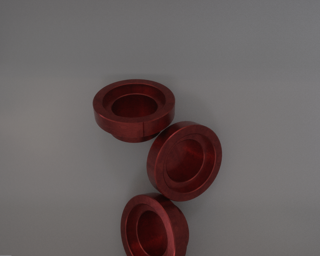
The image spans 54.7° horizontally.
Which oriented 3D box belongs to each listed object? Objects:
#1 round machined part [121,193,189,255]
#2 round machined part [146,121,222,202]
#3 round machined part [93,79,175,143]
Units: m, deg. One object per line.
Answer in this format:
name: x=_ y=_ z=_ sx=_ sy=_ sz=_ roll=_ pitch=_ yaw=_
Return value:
round machined part: x=-0.003 y=0.129 z=0.385 sx=0.042 sy=0.098 sz=0.097 roll=1 pitch=90 yaw=-44
round machined part: x=0.026 y=0.038 z=0.388 sx=0.099 sy=0.042 sz=0.097 roll=-9 pitch=108 yaw=-29
round machined part: x=-0.031 y=-0.018 z=0.384 sx=0.099 sy=0.098 sz=0.042 roll=0 pitch=128 yaw=0
